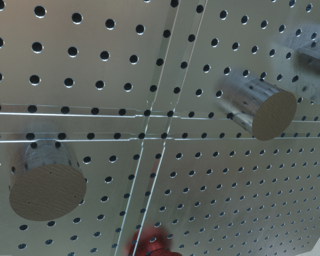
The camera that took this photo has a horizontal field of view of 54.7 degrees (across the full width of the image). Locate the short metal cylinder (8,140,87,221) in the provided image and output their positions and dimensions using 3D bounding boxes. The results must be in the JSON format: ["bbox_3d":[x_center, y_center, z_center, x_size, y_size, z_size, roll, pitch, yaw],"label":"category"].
[{"bbox_3d":[-0.132,0.061,0.360,0.081,0.050,0.079,-14,124,-21],"label":"short metal cylinder"}]

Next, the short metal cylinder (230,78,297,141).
[{"bbox_3d":[0.154,-0.028,0.462,0.081,0.050,0.079,-14,124,-21],"label":"short metal cylinder"}]

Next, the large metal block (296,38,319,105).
[{"bbox_3d":[0.261,-0.094,0.479,0.080,0.050,0.080,-28,128,-11],"label":"large metal block"}]

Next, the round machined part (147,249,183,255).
[{"bbox_3d":[0.000,0.260,0.561,0.099,0.042,0.097,-14,124,-21],"label":"round machined part"}]
